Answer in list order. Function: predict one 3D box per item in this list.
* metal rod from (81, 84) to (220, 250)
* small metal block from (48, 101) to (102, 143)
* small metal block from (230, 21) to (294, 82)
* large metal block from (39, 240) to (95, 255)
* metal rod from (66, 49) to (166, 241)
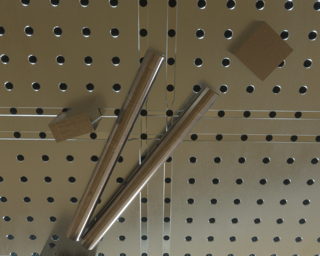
[{"bbox_3d":[-0.022,0.064,0.436,0.025,0.025,0.299,35,106,-12],"label":"metal rod"},{"bbox_3d":[-0.106,-0.009,0.396,0.050,0.050,0.025,-17,109,6],"label":"small metal block"},{"bbox_3d":[0.123,-0.094,0.380,0.050,0.025,0.050,39,105,-13],"label":"small metal block"},{"bbox_3d":[-0.152,0.227,0.466,0.080,0.080,0.050,22,109,-8],"label":"large metal block"},{"bbox_3d":[-0.067,0.036,0.425,0.025,0.025,0.298,24,108,-9],"label":"metal rod"}]
